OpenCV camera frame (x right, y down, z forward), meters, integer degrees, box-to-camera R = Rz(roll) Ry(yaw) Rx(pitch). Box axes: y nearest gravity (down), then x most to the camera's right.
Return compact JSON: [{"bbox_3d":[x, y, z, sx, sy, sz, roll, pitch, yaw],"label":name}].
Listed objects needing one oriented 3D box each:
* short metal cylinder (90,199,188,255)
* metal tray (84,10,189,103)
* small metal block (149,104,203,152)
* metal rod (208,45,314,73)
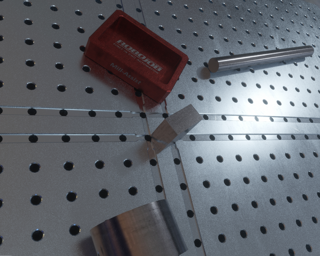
[{"bbox_3d":[-0.020,0.108,0.296,0.081,0.080,0.050,-11,68,-33],"label":"short metal cylinder"},{"bbox_3d":[-0.030,-0.106,0.452,0.130,0.030,0.090,33,51,-7],"label":"metal tray"},{"bbox_3d":[0.020,0.000,0.403,0.050,0.050,0.025,-31,79,-38],"label":"small metal block"},{"bbox_3d":[0.210,-0.138,0.605,0.302,0.025,0.025,-15,70,-34],"label":"metal rod"}]
